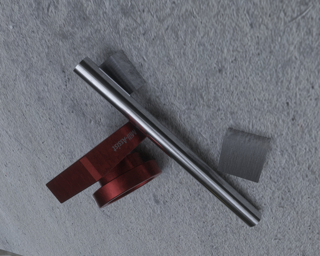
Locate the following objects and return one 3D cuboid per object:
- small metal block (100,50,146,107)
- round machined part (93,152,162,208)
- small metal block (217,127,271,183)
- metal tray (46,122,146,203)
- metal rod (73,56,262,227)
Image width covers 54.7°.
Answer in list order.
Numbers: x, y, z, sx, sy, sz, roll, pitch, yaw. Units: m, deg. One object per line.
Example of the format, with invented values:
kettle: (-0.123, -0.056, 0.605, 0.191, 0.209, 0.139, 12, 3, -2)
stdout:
small metal block: (-0.055, -0.063, 0.396, 0.050, 0.025, 0.050, -29, 103, 37)
round machined part: (-0.049, 0.068, 0.431, 0.098, 0.099, 0.042, -39, 76, 39)
small metal block: (0.101, 0.033, 0.373, 0.050, 0.025, 0.050, 16, 125, 19)
metal tray: (-0.071, 0.034, 0.394, 0.090, 0.131, 0.030, -33, 96, 38)
metal rod: (0.016, 0.023, 0.391, 0.300, 0.025, 0.025, 42, 129, -10)
